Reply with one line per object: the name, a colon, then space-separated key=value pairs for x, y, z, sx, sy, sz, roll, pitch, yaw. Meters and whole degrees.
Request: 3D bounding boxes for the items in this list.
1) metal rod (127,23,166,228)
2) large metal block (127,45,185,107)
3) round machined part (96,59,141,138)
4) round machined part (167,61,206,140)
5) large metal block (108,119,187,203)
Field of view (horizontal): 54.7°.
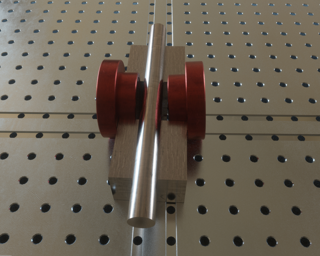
metal rod: x=-0.010 y=-0.031 z=0.369 sx=0.025 sy=0.025 sz=0.300 roll=2 pitch=50 yaw=2
large metal block: x=-0.005 y=-0.076 z=0.455 sx=0.080 sy=0.050 sz=0.080 roll=2 pitch=50 yaw=1
round machined part: x=-0.048 y=-0.036 z=0.389 sx=0.042 sy=0.097 sz=0.098 roll=1 pitch=50 yaw=1
round machined part: x=0.033 y=-0.033 z=0.388 sx=0.042 sy=0.098 sz=0.098 roll=-2 pitch=50 yaw=5
large metal block: x=-0.011 y=0.037 z=0.360 sx=0.080 sy=0.050 sz=0.080 roll=2 pitch=50 yaw=2
